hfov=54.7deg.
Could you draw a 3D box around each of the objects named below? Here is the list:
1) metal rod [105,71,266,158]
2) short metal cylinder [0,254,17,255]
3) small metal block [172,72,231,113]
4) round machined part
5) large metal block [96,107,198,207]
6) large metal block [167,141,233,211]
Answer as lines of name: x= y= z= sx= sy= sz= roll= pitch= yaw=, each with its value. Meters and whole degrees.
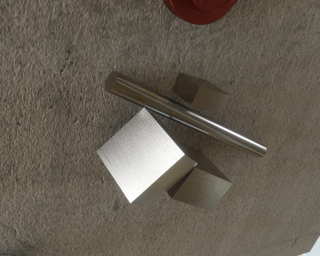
metal rod: x=0.057 y=-0.007 z=0.435 sx=0.302 sy=0.025 sz=0.025 roll=22 pitch=106 yaw=-37
short metal cylinder: x=-0.194 y=0.206 z=0.393 sx=0.050 sy=0.080 sz=0.080 roll=29 pitch=102 yaw=-38
small metal block: x=0.051 y=-0.045 z=0.393 sx=0.050 sy=0.050 sz=0.025 roll=10 pitch=113 yaw=-33
round machined part: x=0.051 y=-0.159 z=0.327 sx=0.099 sy=0.042 sz=0.097 roll=-14 pitch=125 yaw=-21
large metal block: x=-0.016 y=0.036 z=0.376 sx=0.080 sy=0.080 sz=0.050 roll=-43 pitch=151 yaw=5
large metal block: x=0.040 y=0.063 z=0.434 sx=0.080 sy=0.080 sz=0.050 roll=27 pitch=104 yaw=-38
